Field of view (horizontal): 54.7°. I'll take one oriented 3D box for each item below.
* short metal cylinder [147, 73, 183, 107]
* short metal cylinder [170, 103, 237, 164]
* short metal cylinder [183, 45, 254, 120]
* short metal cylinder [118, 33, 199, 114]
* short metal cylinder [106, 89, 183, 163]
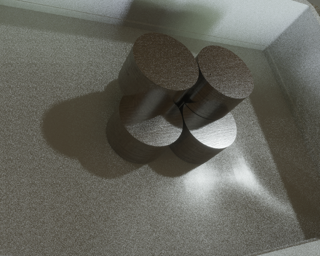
[{"bbox_3d":[0.005,-0.062,0.428,0.081,0.050,0.080,14,56,-21],"label":"short metal cylinder"},{"bbox_3d":[0.054,0.002,0.415,0.081,0.050,0.080,14,56,-21],"label":"short metal cylinder"},{"bbox_3d":[0.071,-0.058,0.395,0.081,0.050,0.080,14,56,-21],"label":"short metal cylinder"},{"bbox_3d":[-0.002,-0.063,0.360,0.081,0.050,0.080,14,56,-21],"label":"short metal cylinder"},{"bbox_3d":[-0.019,-0.003,0.379,0.081,0.050,0.080,14,56,-21],"label":"short metal cylinder"}]
